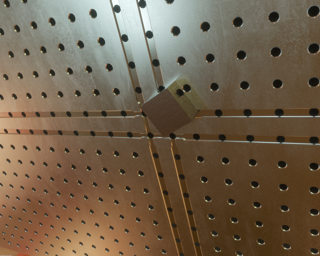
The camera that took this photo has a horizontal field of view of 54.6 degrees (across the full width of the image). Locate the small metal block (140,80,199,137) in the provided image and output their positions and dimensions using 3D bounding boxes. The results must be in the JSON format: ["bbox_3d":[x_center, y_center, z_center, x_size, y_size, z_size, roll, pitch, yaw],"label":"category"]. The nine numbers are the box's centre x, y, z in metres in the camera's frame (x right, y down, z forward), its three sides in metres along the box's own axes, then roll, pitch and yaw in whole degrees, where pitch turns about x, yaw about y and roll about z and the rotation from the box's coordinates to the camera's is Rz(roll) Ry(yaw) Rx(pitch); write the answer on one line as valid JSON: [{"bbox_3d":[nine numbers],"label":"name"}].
[{"bbox_3d":[0.012,-0.023,0.391,0.050,0.025,0.050,-31,101,38],"label":"small metal block"}]
